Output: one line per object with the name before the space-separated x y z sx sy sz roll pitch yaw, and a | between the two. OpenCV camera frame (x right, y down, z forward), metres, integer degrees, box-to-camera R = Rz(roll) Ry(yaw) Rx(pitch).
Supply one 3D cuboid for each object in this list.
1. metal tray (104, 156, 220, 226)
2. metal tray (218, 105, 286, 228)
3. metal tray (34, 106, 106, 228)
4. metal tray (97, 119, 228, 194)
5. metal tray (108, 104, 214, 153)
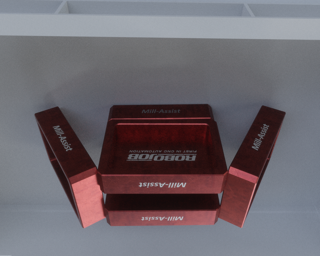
metal tray | 0.002 0.075 0.388 0.131 0.090 0.030 0 130 -1
metal tray | 0.113 0.043 0.378 0.030 0.131 0.089 20 134 22
metal tray | -0.110 0.044 0.377 0.030 0.130 0.089 -22 136 -24
metal tray | 0.003 0.029 0.349 0.131 0.090 0.030 0 130 -1
metal tray | 0.002 0.013 0.415 0.131 0.030 0.089 -1 130 -1
